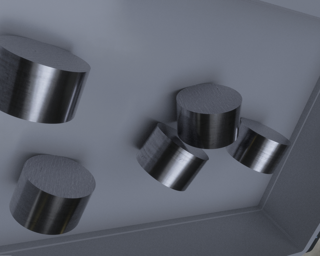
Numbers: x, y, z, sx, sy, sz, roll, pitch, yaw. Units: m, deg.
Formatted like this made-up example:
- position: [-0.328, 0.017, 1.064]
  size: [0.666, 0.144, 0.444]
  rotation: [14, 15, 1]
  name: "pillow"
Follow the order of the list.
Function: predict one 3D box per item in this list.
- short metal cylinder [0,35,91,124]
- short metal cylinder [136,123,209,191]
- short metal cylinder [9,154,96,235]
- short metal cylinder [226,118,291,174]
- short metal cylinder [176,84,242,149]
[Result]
- position: [-0.111, -0.045, 0.284]
  size: [0.081, 0.080, 0.050]
  rotation: [11, 113, -33]
  name: "short metal cylinder"
- position: [0.016, 0.037, 0.404]
  size: [0.080, 0.080, 0.050]
  rotation: [26, 104, -37]
  name: "short metal cylinder"
- position: [-0.121, 0.073, 0.352]
  size: [0.081, 0.080, 0.050]
  rotation: [15, 111, -34]
  name: "short metal cylinder"
- position: [0.148, 0.026, 0.470]
  size: [0.081, 0.080, 0.050]
  rotation: [11, 113, -33]
  name: "short metal cylinder"
- position: [0.062, -0.017, 0.396]
  size: [0.081, 0.080, 0.050]
  rotation: [-16, 125, -19]
  name: "short metal cylinder"
